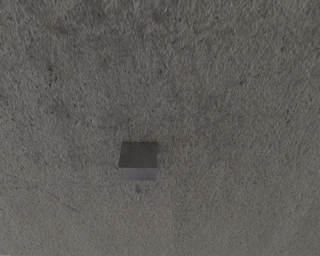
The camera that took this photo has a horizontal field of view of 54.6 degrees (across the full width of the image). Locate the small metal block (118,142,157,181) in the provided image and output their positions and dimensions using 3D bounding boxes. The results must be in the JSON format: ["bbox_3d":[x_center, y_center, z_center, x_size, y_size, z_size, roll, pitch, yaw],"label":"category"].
[{"bbox_3d":[-0.029,0.045,0.429,0.050,0.050,0.025,0,130,0],"label":"small metal block"}]
